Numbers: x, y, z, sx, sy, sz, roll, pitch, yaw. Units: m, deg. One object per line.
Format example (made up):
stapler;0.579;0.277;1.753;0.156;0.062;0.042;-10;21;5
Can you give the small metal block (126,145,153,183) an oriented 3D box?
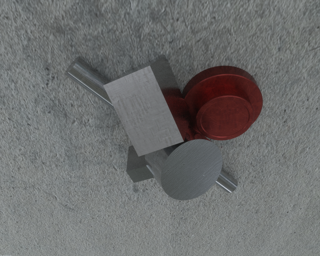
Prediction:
small metal block;-0.017;0.043;0.430;0.050;0.050;0.025;-17;128;13

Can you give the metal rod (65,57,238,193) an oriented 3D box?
metal rod;0.006;0.010;0.418;0.025;0.025;0.301;-37;122;27

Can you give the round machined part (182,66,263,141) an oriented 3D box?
round machined part;0.076;-0.023;0.378;0.099;0.042;0.097;-1;130;0

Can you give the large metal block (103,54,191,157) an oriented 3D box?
large metal block;-0.008;-0.028;0.335;0.050;0.080;0.080;-20;106;17

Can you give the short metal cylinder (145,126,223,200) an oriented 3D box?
short metal cylinder;0.028;0.040;0.378;0.081;0.050;0.079;-10;115;-21
